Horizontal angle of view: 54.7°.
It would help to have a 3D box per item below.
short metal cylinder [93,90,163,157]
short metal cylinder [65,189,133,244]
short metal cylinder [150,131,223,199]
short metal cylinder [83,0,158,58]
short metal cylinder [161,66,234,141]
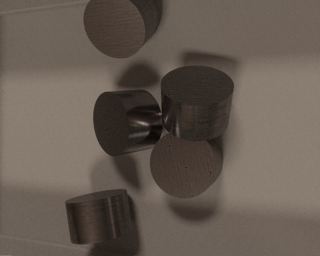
[{"bbox_3d":[-0.042,-0.008,0.393,0.080,0.050,0.079,13,107,47],"label":"short metal cylinder"},{"bbox_3d":[-0.080,0.114,0.408,0.080,0.080,0.050,-10,87,19],"label":"short metal cylinder"},{"bbox_3d":[0.034,0.042,0.385,0.080,0.050,0.079,0,90,19],"label":"short metal cylinder"},{"bbox_3d":[-0.049,-0.136,0.394,0.080,0.050,0.079,10,128,13],"label":"short metal cylinder"},{"bbox_3d":[0.042,-0.030,0.359,0.080,0.080,0.050,15,134,19],"label":"short metal cylinder"}]
